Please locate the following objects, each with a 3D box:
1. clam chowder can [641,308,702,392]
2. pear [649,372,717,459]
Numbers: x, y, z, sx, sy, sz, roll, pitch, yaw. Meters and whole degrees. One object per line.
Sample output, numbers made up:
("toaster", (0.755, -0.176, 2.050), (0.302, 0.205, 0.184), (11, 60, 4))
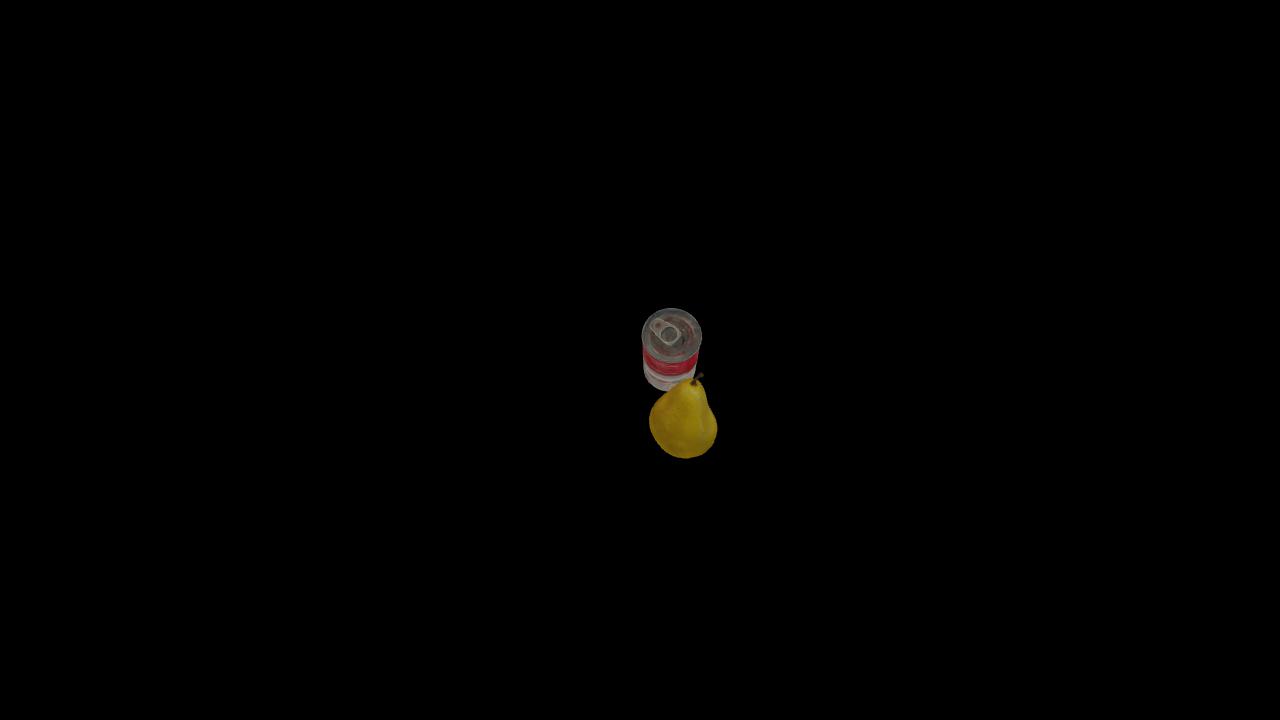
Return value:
("clam chowder can", (0.036, -0.009, 0.728), (0.068, 0.068, 0.102), (0, -23, 1))
("pear", (0.049, 0.052, 0.678), (0.080, 0.111, 0.080), (0, 33, 0))
